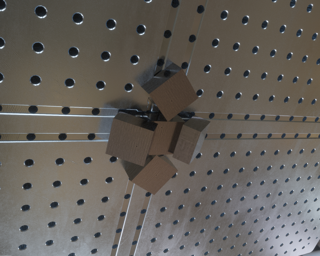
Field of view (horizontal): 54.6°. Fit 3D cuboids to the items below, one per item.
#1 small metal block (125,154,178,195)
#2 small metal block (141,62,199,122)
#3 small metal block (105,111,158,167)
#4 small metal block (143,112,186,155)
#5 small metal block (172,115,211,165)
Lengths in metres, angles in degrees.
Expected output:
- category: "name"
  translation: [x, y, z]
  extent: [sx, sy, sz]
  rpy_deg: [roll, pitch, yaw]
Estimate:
- category: "small metal block"
  translation: [-0.011, 0.061, 0.441]
  extent: [0.050, 0.025, 0.050]
  rpy_deg: [-47, 128, 5]
- category: "small metal block"
  translation: [0.013, -0.045, 0.390]
  extent: [0.050, 0.025, 0.050]
  rpy_deg: [-38, 129, -3]
- category: "small metal block"
  translation: [-0.035, 0.013, 0.383]
  extent: [0.050, 0.025, 0.050]
  rpy_deg: [18, 114, 3]
- category: "small metal block"
  translation: [0.000, 0.008, 0.415]
  extent: [0.050, 0.025, 0.050]
  rpy_deg: [1, 117, -29]
- category: "small metal block"
  translation: [0.044, 0.015, 0.426]
  extent: [0.050, 0.025, 0.050]
  rpy_deg: [-36, 146, -61]
